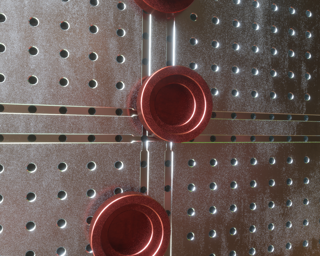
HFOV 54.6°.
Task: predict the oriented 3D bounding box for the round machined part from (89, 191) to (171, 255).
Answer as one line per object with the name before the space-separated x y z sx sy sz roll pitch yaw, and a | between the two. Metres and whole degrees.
round machined part | -0.039 0.128 0.389 0.099 0.042 0.097 0 90 -20

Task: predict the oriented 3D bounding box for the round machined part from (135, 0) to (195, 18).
round machined part | 0.009 -0.200 0.406 0.099 0.042 0.097 0 90 -20

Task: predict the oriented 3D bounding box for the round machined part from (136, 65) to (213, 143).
round machined part | 0.016 -0.030 0.409 0.099 0.042 0.097 0 90 -20
